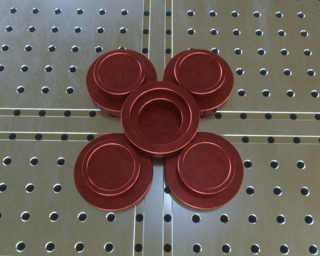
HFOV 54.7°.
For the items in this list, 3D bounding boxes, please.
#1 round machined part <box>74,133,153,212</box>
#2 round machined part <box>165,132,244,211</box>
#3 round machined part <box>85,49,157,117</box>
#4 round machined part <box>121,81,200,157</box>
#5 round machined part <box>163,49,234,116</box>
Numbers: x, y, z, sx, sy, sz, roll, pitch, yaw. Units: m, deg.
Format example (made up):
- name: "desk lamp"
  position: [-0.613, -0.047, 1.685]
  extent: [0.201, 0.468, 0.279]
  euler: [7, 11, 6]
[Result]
- name: "round machined part"
  position: [-0.058, 0.052, 0.383]
  extent: [0.099, 0.042, 0.098]
  euler: [0, 70, -1]
- name: "round machined part"
  position: [0.055, 0.051, 0.384]
  extent: [0.099, 0.042, 0.098]
  euler: [0, 70, -1]
- name: "round machined part"
  position: [-0.053, -0.068, 0.426]
  extent: [0.099, 0.042, 0.098]
  euler: [0, 70, -1]
- name: "round machined part"
  position: [0.001, -0.009, 0.404]
  extent: [0.099, 0.042, 0.098]
  euler: [0, 70, -1]
- name: "round machined part"
  position: [0.053, -0.069, 0.428]
  extent: [0.099, 0.042, 0.098]
  euler: [0, 70, -1]
